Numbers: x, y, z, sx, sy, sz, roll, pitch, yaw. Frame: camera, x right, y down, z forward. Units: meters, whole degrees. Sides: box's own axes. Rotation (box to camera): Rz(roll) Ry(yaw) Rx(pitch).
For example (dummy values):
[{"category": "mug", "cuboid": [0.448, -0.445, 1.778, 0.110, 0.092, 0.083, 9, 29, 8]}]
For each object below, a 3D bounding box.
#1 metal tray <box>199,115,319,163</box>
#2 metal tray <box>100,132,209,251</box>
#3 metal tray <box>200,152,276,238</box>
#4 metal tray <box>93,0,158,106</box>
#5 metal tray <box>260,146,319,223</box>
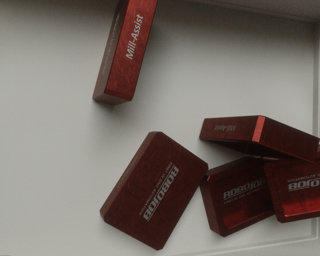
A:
[{"category": "metal tray", "cuboid": [0.121, 0.014, 0.401, 0.091, 0.130, 0.030, 19, 84, -20]}, {"category": "metal tray", "cuboid": [-0.006, 0.080, 0.407, 0.090, 0.030, 0.130, 35, 78, -17]}, {"category": "metal tray", "cuboid": [0.128, 0.092, 0.456, 0.131, 0.030, 0.089, -16, 96, -20]}, {"category": "metal tray", "cuboid": [-0.042, -0.094, 0.360, 0.030, 0.090, 0.129, 16, 85, -20]}, {"category": "metal tray", "cuboid": [0.215, 0.071, 0.422, 0.130, 0.030, 0.089, -15, 96, 13]}]
